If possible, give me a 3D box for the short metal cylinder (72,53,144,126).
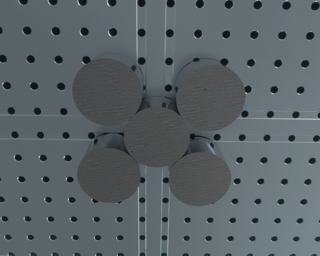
[{"bbox_3d":[-0.061,-0.049,0.381,0.081,0.050,0.079,0,110,-1],"label":"short metal cylinder"}]

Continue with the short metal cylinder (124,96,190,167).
[{"bbox_3d":[-0.004,0.004,0.401,0.081,0.050,0.079,0,110,-1],"label":"short metal cylinder"}]

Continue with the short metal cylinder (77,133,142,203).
[{"bbox_3d":[-0.065,0.053,0.418,0.081,0.050,0.079,0,110,-1],"label":"short metal cylinder"}]

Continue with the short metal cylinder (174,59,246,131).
[{"bbox_3d":[0.059,-0.042,0.383,0.081,0.050,0.079,0,110,-1],"label":"short metal cylinder"}]

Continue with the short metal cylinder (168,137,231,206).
[{"bbox_3d":[0.051,0.058,0.422,0.081,0.050,0.079,0,110,-1],"label":"short metal cylinder"}]
